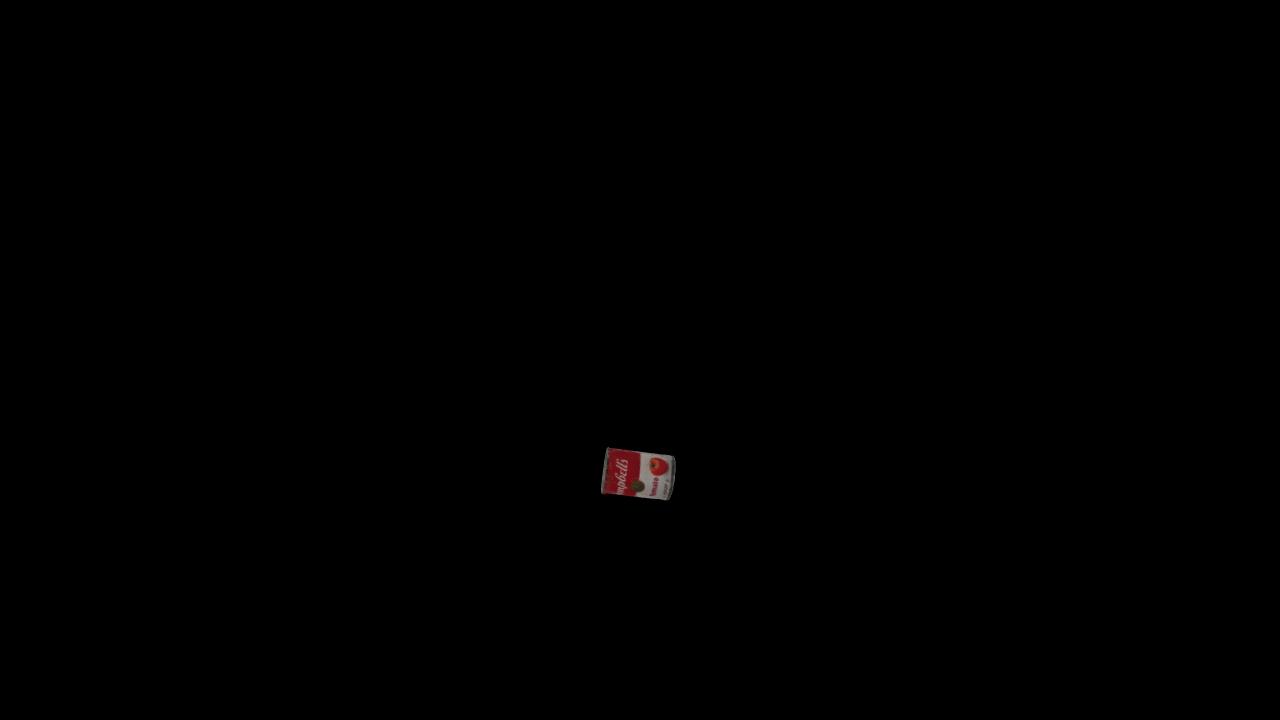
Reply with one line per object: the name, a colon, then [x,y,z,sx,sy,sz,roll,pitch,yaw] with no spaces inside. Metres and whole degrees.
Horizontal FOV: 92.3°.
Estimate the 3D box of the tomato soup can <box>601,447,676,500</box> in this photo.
tomato soup can: [-0.003,0.168,0.903,0.101,0.068,0.068,8,-1,-6]
